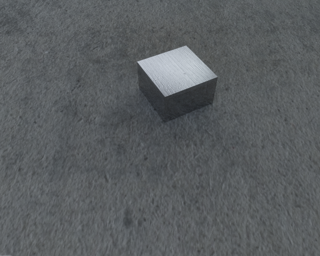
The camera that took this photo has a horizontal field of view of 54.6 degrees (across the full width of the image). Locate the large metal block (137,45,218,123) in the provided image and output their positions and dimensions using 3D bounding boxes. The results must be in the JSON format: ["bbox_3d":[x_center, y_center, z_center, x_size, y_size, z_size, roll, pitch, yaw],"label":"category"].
[{"bbox_3d":[0.023,-0.064,0.441,0.081,0.050,0.080,-23,54,-18],"label":"large metal block"}]
